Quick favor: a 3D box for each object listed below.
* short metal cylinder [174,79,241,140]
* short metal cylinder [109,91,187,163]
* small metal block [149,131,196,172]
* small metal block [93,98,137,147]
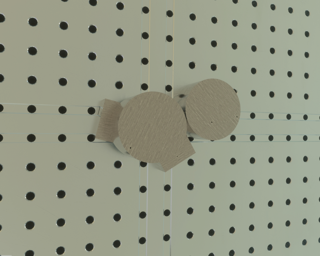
[{"bbox_3d":[0.061,-0.024,0.422,0.081,0.050,0.079,0,90,-20],"label":"short metal cylinder"},{"bbox_3d":[-0.015,-0.001,0.367,0.081,0.050,0.079,0,90,-20],"label":"short metal cylinder"},{"bbox_3d":[0.012,0.024,0.417,0.050,0.025,0.050,-31,100,-17],"label":"small metal block"},{"bbox_3d":[-0.053,-0.006,0.393,0.050,0.025,0.050,15,85,-20],"label":"small metal block"}]
